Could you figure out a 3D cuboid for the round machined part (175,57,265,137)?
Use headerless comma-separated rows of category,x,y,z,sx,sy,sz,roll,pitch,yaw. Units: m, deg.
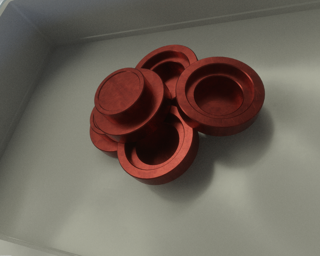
round machined part,0.068,-0.033,0.363,0.099,0.042,0.098,-2,61,3

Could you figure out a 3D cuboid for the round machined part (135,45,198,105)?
round machined part,0.012,-0.063,0.424,0.098,0.042,0.098,-13,56,20

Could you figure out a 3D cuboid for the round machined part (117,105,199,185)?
round machined part,0.001,0.023,0.376,0.098,0.042,0.098,-13,56,20

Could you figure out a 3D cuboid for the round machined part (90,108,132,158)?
round machined part,-0.056,-0.012,0.426,0.098,0.042,0.098,-13,56,20

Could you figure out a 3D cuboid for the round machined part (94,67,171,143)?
round machined part,-0.040,-0.034,0.377,0.098,0.042,0.098,-13,56,20
